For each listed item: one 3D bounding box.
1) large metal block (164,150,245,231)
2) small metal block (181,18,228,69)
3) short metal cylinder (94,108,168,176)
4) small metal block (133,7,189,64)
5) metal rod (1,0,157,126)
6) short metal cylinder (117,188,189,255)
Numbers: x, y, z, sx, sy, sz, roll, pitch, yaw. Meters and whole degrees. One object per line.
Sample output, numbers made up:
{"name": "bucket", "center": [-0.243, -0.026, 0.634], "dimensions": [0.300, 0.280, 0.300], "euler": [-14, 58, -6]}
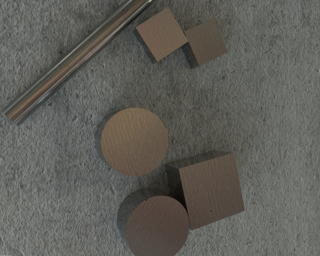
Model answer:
{"name": "large metal block", "center": [0.059, 0.080, 0.418], "dimensions": [0.081, 0.050, 0.080], "euler": [-13, 95, -20]}
{"name": "small metal block", "center": [0.059, -0.117, 0.431], "dimensions": [0.050, 0.025, 0.050], "euler": [-29, 100, -18]}
{"name": "short metal cylinder", "center": [-0.037, 0.016, 0.382], "dimensions": [0.081, 0.050, 0.080], "euler": [0, 90, -20]}
{"name": "small metal block", "center": [0.000, -0.120, 0.406], "dimensions": [0.050, 0.025, 0.050], "euler": [-35, 102, -9]}
{"name": "metal rod", "center": [-0.068, -0.117, 0.383], "dimensions": [0.025, 0.025, 0.301], "euler": [47, 75, -14]}
{"name": "short metal cylinder", "center": [-0.010, 0.120, 0.393], "dimensions": [0.081, 0.050, 0.080], "euler": [0, 90, -20]}
